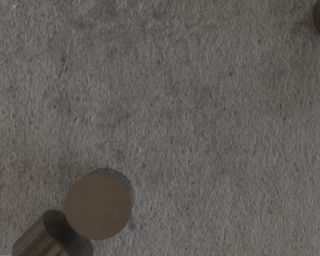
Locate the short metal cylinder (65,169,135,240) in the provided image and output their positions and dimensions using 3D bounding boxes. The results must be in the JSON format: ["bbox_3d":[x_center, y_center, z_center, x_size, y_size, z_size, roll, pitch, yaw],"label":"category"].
[{"bbox_3d":[-0.074,0.095,0.397,0.081,0.050,0.079,0,90,-1],"label":"short metal cylinder"}]

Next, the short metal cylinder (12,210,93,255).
[{"bbox_3d":[-0.130,0.148,0.381,0.080,0.080,0.050,44,90,-1],"label":"short metal cylinder"}]

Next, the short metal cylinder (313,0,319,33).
[{"bbox_3d":[0.251,-0.155,0.401,0.081,0.050,0.079,0,90,-1],"label":"short metal cylinder"}]
